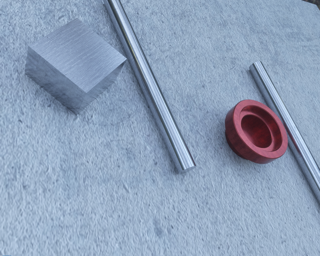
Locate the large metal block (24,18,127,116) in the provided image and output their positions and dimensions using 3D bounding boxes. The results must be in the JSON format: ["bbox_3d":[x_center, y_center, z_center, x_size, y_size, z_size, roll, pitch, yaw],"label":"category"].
[{"bbox_3d":[-0.102,-0.076,0.380,0.080,0.050,0.080,40,51,-2],"label":"large metal block"}]

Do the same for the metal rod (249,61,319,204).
[{"bbox_3d":[0.224,0.015,0.517,0.025,0.025,0.299,-6,65,-31],"label":"metal rod"}]

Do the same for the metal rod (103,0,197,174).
[{"bbox_3d":[-0.022,-0.076,0.440,0.025,0.025,0.299,-11,67,-33],"label":"metal rod"}]

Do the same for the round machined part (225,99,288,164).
[{"bbox_3d":[0.138,0.009,0.464,0.099,0.042,0.098,14,56,-21],"label":"round machined part"}]
